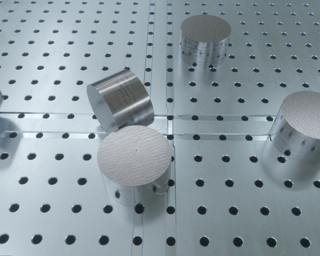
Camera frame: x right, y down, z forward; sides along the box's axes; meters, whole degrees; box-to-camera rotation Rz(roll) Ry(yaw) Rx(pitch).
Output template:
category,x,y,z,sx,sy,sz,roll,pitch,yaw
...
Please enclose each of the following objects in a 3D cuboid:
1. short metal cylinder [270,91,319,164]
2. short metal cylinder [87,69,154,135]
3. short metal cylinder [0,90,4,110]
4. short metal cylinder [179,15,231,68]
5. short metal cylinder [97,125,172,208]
category,x,y,z,sx,sy,sz,roll,pitch,yaw
short metal cylinder,0.188,-0.002,0.394,0.081,0.050,0.080,0,50,0
short metal cylinder,-0.051,-0.029,0.395,0.050,0.080,0.080,-30,56,-22
short metal cylinder,-0.251,-0.028,0.394,0.080,0.080,0.050,1,50,0
short metal cylinder,0.073,-0.144,0.513,0.081,0.050,0.080,0,50,0
short metal cylinder,-0.028,0.043,0.355,0.081,0.050,0.080,0,50,0
